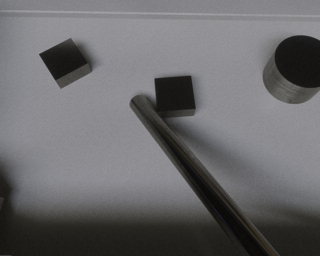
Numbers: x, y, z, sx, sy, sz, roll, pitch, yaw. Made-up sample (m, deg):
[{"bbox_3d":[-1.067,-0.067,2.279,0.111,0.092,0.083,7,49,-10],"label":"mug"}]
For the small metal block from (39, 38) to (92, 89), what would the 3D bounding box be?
[{"bbox_3d":[-0.134,-0.092,0.442,0.050,0.025,0.050,-32,73,-11],"label":"small metal block"}]

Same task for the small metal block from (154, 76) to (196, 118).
[{"bbox_3d":[0.020,-0.042,0.425,0.050,0.025,0.050,-5,70,-2],"label":"small metal block"}]

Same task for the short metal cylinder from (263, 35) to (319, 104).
[{"bbox_3d":[0.190,-0.080,0.428,0.081,0.050,0.080,0,70,0],"label":"short metal cylinder"}]

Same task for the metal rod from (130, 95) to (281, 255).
[{"bbox_3d":[0.040,0.051,0.323,0.025,0.025,0.300,-29,47,-10],"label":"metal rod"}]

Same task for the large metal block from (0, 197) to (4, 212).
[{"bbox_3d":[-0.229,0.107,0.331,0.050,0.080,0.080,-2,68,25],"label":"large metal block"}]
